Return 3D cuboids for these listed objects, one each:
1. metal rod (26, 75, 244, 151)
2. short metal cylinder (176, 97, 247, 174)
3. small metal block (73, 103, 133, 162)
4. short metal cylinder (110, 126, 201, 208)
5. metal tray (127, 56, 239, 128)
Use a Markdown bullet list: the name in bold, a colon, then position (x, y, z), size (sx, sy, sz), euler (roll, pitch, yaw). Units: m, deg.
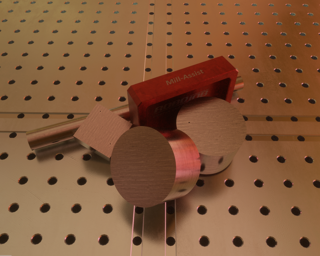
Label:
- **metal rod**: position (-0.023, -0.026, 0.424), size (0.302, 0.025, 0.025), euler (-17, 52, -14)
- **short metal cylinder**: position (0.057, 0.009, 0.373), size (0.081, 0.050, 0.080), euler (2, 58, -4)
- **small metal block**: position (-0.069, 0.006, 0.381), size (0.050, 0.025, 0.050), euler (32, 71, 1)
- **short metal cylinder**: position (-0.005, 0.039, 0.326), size (0.080, 0.080, 0.050), euler (40, 19, 28)
- **metal tray**: position (0.028, -0.029, 0.385), size (0.131, 0.089, 0.030), euler (-21, 53, -17)
